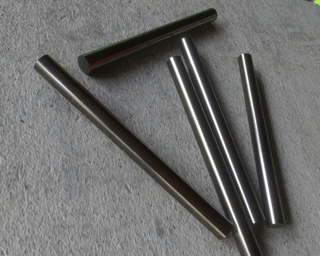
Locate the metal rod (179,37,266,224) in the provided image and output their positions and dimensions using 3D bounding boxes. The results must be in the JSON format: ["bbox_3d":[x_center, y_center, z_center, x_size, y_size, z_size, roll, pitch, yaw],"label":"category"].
[{"bbox_3d":[0.083,-0.010,0.454,0.025,0.025,0.299,-3,63,-30],"label":"metal rod"}]

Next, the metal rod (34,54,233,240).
[{"bbox_3d":[-0.032,0.022,0.372,0.300,0.025,0.025,43,51,1],"label":"metal rod"}]

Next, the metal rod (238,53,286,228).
[{"bbox_3d":[0.153,0.001,0.485,0.025,0.025,0.299,14,56,-21],"label":"metal rod"}]

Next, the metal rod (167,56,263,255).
[{"bbox_3d":[0.067,0.028,0.422,0.025,0.025,0.299,-5,64,-31],"label":"metal rod"}]

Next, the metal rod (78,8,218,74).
[{"bbox_3d":[0.000,-0.148,0.493,0.302,0.025,0.025,-34,81,-38],"label":"metal rod"}]
